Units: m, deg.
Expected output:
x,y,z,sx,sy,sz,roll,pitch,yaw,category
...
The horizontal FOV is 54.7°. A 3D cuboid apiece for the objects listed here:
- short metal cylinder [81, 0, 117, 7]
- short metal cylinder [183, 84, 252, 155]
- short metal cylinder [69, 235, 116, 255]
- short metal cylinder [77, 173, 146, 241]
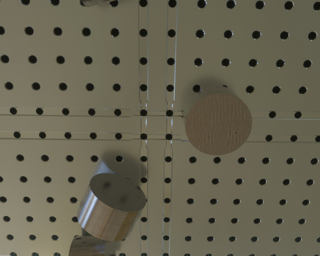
x,y,z,sx,sy,sz,roll,pitch,yaw,category
-0.063,-0.172,0.320,0.050,0.080,0.080,-13,110,5,short metal cylinder
0.071,-0.012,0.396,0.081,0.050,0.079,0,110,0,short metal cylinder
-0.097,0.199,0.456,0.050,0.080,0.079,-6,110,2,short metal cylinder
-0.066,0.106,0.422,0.080,0.080,0.050,23,108,-9,short metal cylinder
